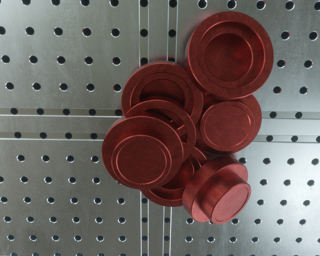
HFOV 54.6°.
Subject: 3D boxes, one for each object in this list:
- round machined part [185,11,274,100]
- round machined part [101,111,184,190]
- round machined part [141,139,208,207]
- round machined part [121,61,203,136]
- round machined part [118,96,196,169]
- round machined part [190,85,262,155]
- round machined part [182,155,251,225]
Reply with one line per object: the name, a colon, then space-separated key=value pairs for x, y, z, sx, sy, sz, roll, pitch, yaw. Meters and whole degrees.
round machined part: x=0.077 y=-0.081 z=0.363 sx=0.099 sy=0.042 sz=0.097 roll=0 pitch=89 yaw=-7
round machined part: x=-0.021 y=0.032 z=0.371 sx=0.099 sy=0.042 sz=0.097 roll=0 pitch=110 yaw=0
round machined part: x=0.017 y=0.055 z=0.425 sx=0.099 sy=0.042 sz=0.097 roll=0 pitch=110 yaw=0
round machined part: x=0.003 y=-0.036 z=0.391 sx=0.099 sy=0.042 sz=0.097 roll=0 pitch=110 yaw=0
round machined part: x=-0.004 y=0.005 z=0.406 sx=0.099 sy=0.042 sz=0.097 roll=0 pitch=110 yaw=0
round machined part: x=0.083 y=-0.008 z=0.401 sx=0.099 sy=0.042 sz=0.097 roll=0 pitch=110 yaw=0
round machined part: x=0.081 y=0.088 z=0.411 sx=0.099 sy=0.042 sz=0.097 roll=-20 pitch=130 yaw=-26
